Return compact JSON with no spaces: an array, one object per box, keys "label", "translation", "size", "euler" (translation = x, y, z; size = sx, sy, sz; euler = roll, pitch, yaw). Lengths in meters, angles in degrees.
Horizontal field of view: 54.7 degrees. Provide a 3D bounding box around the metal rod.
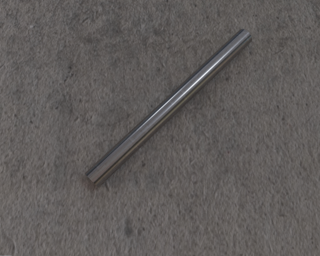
[{"label":"metal rod","translation":[0.021,-0.035,0.421],"size":[0.025,0.025,0.301],"euler":[43,75,13]}]
